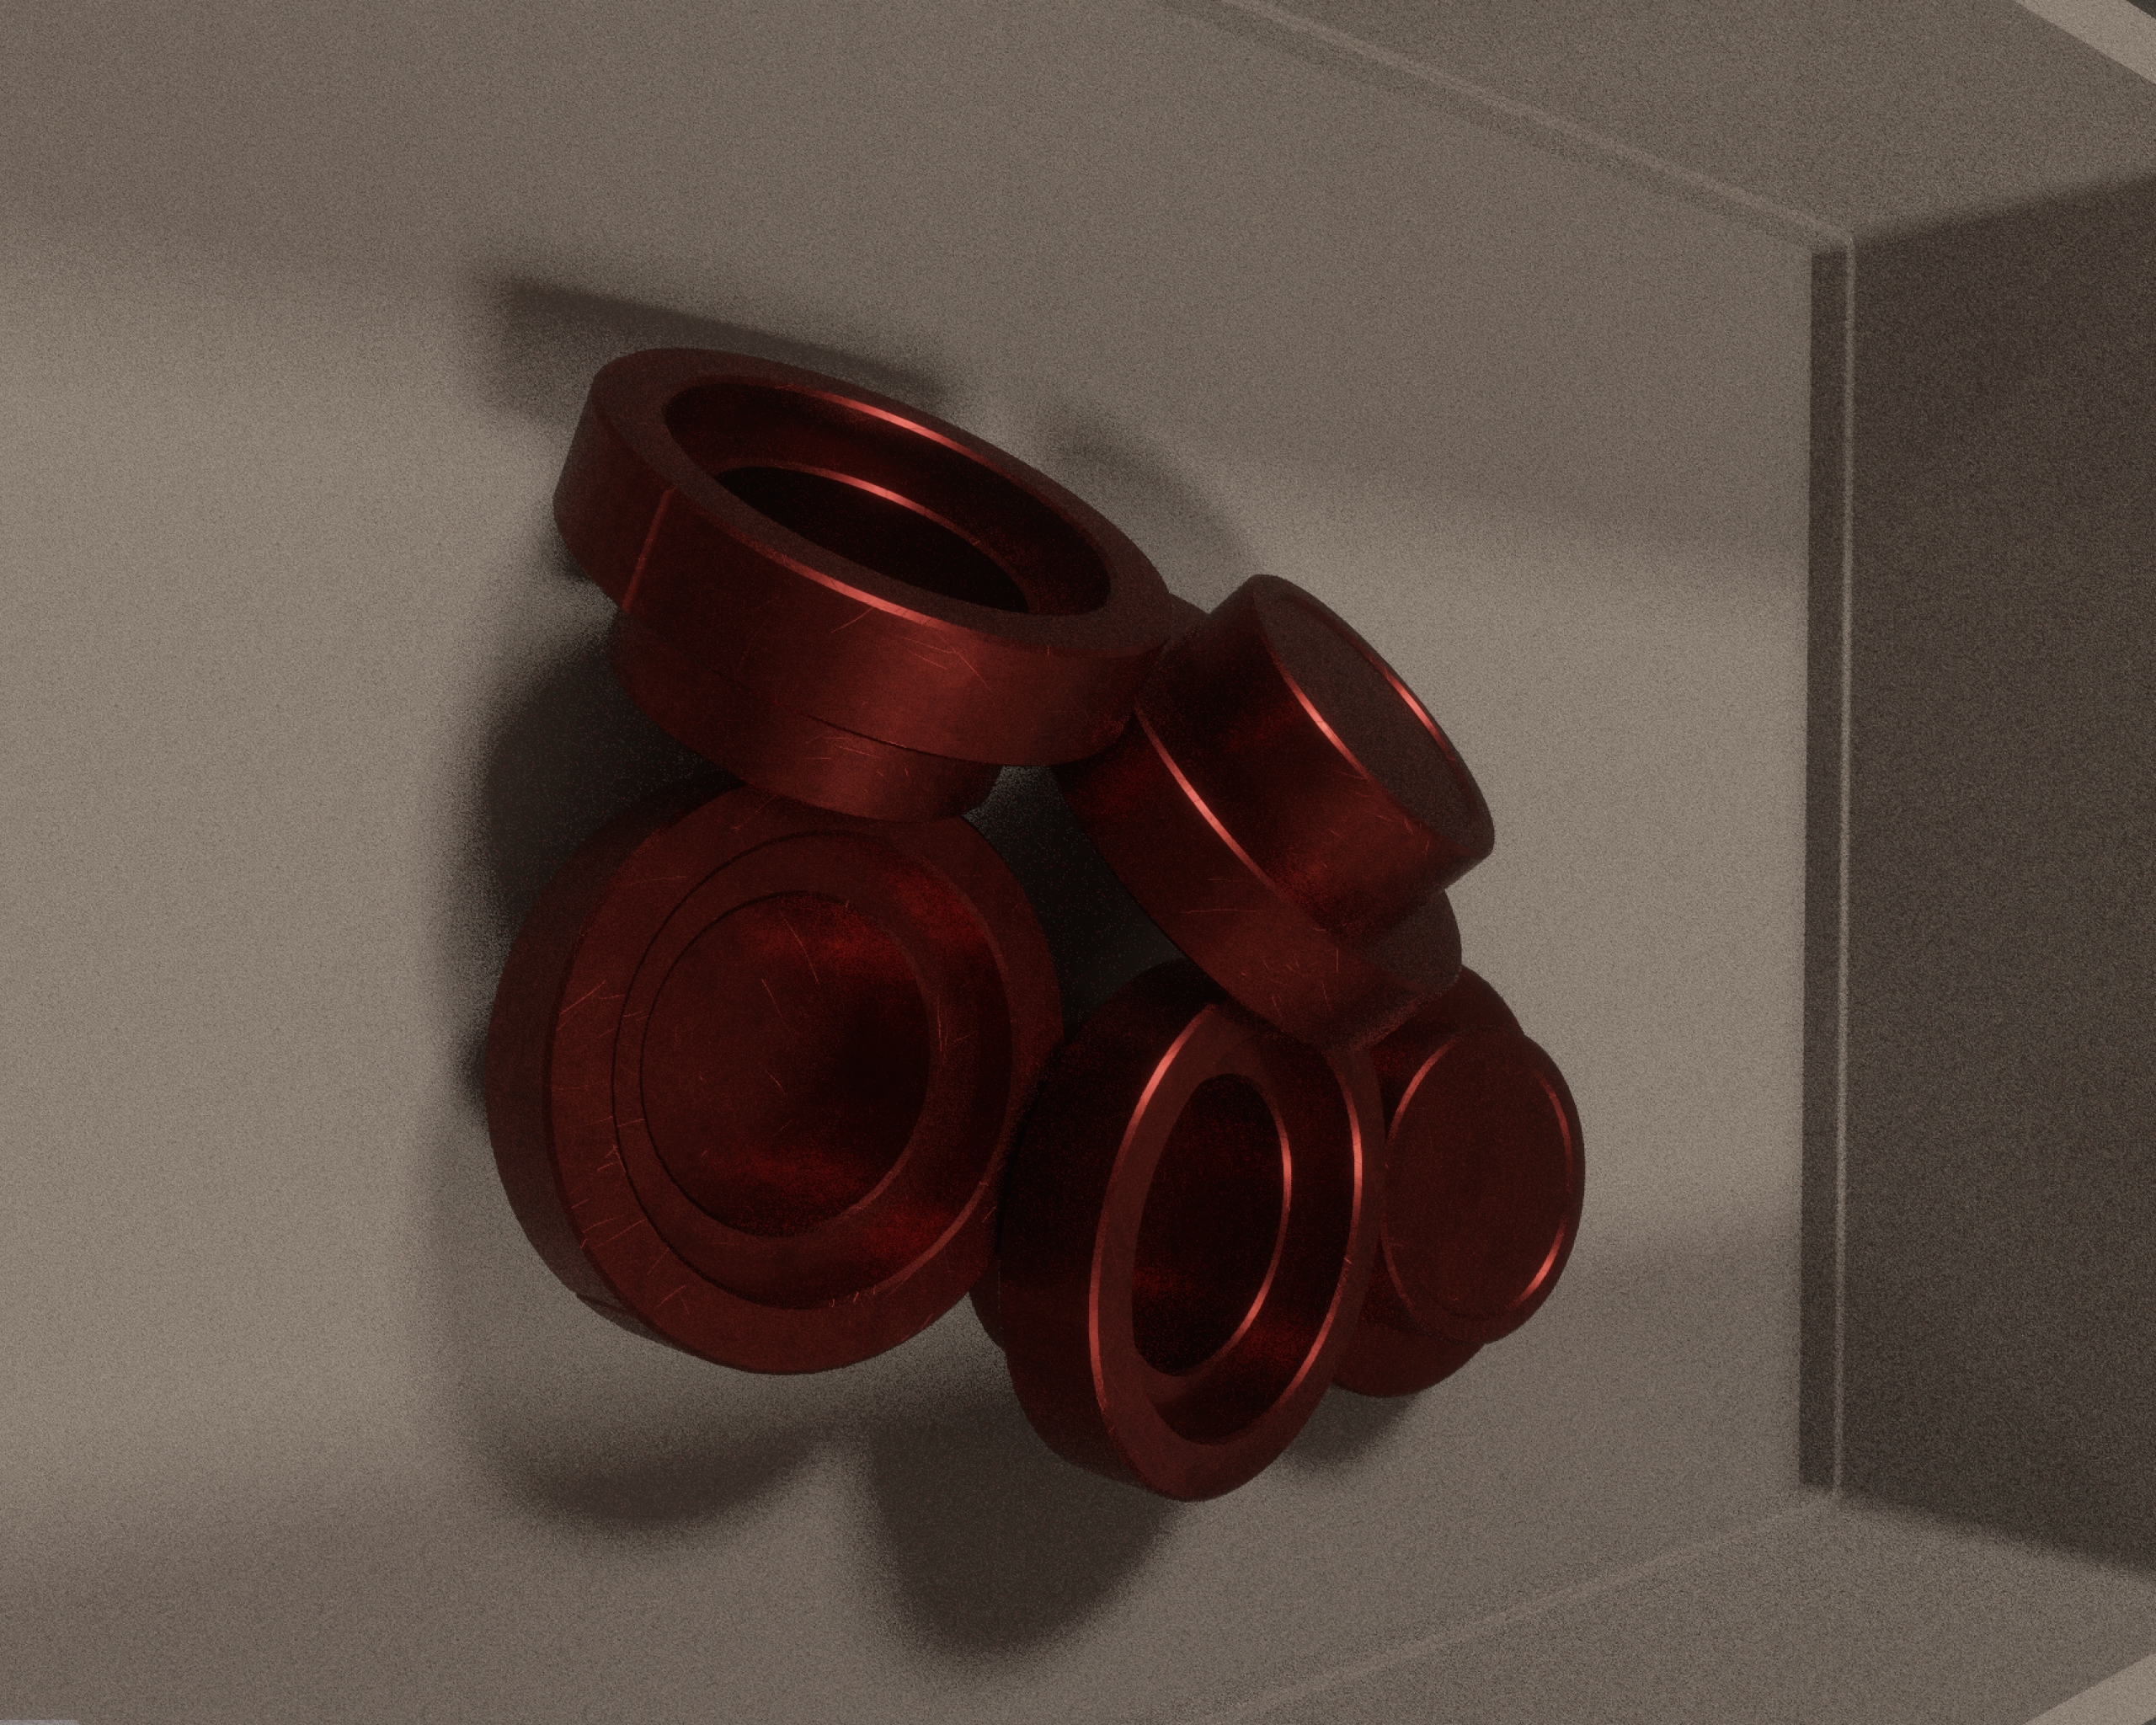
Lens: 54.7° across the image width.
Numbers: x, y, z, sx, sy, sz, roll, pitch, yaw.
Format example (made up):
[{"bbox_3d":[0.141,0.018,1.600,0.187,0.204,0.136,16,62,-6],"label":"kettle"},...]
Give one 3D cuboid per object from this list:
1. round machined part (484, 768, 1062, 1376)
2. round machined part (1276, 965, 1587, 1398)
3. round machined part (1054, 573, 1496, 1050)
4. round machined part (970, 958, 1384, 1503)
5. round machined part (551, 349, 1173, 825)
[{"bbox_3d":[-0.053,0.033,0.349,0.099,0.042,0.097,0,90,-40],"label":"round machined part"},{"bbox_3d":[0.074,0.068,0.458,0.099,0.042,0.097,0,90,-40],"label":"round machined part"},{"bbox_3d":[0.041,-0.016,0.394,0.098,0.042,0.098,39,25,-22],"label":"round machined part"},{"bbox_3d":[0.016,0.066,0.393,0.099,0.042,0.097,-13,107,-52],"label":"round machined part"},{"bbox_3d":[-0.037,-0.042,0.340,0.099,0.098,0.042,3,124,-40],"label":"round machined part"}]
